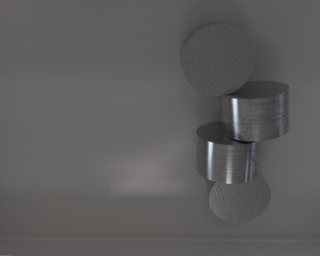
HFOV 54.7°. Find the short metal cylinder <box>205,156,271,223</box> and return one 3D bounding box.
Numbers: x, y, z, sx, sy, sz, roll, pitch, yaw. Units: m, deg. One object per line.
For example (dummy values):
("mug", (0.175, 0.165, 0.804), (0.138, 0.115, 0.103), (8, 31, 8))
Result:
("short metal cylinder", (0.105, 0.083, 0.429), (0.081, 0.050, 0.079), (0, 110, 0))

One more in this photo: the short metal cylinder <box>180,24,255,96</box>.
("short metal cylinder", (0.065, -0.082, 0.368), (0.081, 0.050, 0.079), (0, 110, 0))

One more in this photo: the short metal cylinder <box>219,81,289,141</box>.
("short metal cylinder", (0.113, -0.023, 0.374), (0.080, 0.080, 0.050), (-8, 110, 3))

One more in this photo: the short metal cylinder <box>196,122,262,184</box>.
("short metal cylinder", (0.086, 0.028, 0.393), (0.080, 0.080, 0.050), (-2, 110, 0))
